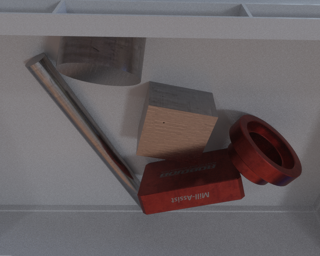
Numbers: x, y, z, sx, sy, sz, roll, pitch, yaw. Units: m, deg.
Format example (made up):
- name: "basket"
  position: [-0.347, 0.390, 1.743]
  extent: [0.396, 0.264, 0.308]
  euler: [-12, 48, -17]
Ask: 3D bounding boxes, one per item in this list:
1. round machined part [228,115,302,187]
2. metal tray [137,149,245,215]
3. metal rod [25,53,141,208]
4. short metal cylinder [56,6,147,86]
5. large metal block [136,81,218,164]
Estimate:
- name: "round machined part"
  position: [0.125, 0.033, 0.391]
  extent: [0.099, 0.098, 0.042]
  euler: [25, 125, -21]
- name: "metal tray"
  position: [0.041, 0.070, 0.423]
  extent: [0.131, 0.090, 0.030]
  euler: [-12, 109, 9]
- name: "metal rod"
  position: [-0.078, 0.029, 0.432]
  extent: [0.025, 0.025, 0.299]
  euler: [-19, 128, 15]
- name: "short metal cylinder"
  position: [-0.056, -0.075, 0.301]
  extent: [0.080, 0.050, 0.080]
  euler: [6, 175, 1]
- name: "large metal block"
  position: [0.018, -0.005, 0.389]
  extent: [0.081, 0.050, 0.079]
  euler: [9, 130, -9]
